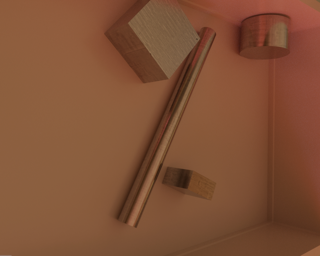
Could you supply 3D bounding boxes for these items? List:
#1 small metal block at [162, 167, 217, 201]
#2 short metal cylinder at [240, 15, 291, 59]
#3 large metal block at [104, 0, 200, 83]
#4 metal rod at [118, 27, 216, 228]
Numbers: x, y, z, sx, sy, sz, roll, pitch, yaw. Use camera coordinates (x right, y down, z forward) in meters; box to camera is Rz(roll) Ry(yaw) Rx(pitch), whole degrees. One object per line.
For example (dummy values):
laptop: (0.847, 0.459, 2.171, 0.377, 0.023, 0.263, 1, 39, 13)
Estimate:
small metal block: (0.040, 0.076, 0.426, 0.050, 0.050, 0.025, 32, 70, -36)
short metal cylinder: (0.177, -0.150, 0.522, 0.081, 0.080, 0.050, 5, 87, -40)
large metal block: (-0.007, -0.114, 0.386, 0.080, 0.050, 0.080, 51, 60, -28)
metal rod: (0.017, -0.014, 0.422, 0.025, 0.025, 0.300, 37, 67, -34)
